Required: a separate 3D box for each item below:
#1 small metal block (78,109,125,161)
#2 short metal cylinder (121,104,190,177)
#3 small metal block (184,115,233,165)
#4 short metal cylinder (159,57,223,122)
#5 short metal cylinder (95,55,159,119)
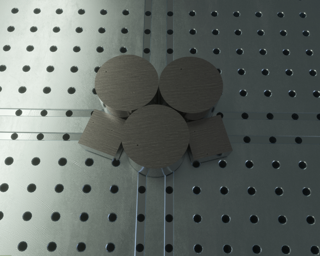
[{"bbox_3d":[-0.070,0.009,0.404,0.050,0.025,0.050,20,71,7],"label":"small metal block"},{"bbox_3d":[-0.005,0.017,0.388,0.081,0.050,0.080,0,70,0],"label":"short metal cylinder"},{"bbox_3d":[0.060,0.015,0.403,0.050,0.025,0.050,-13,71,-5],"label":"small metal block"},{"bbox_3d":[0.039,-0.047,0.412,0.081,0.050,0.080,0,70,0],"label":"short metal cylinder"},{"bbox_3d":[-0.042,-0.050,0.412,0.081,0.050,0.080,0,70,0],"label":"short metal cylinder"}]
